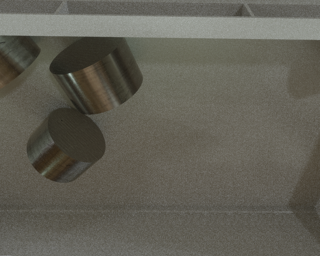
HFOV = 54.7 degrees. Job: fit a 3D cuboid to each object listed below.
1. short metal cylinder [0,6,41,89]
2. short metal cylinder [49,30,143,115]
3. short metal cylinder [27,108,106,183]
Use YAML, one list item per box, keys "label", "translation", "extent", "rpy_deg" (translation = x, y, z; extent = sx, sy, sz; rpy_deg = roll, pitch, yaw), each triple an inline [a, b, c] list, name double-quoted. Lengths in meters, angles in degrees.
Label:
- label: "short metal cylinder"
  translation: [-0.169, -0.075, 0.307]
  extent: [0.080, 0.080, 0.050]
  rpy_deg: [-22, 127, 18]
- label: "short metal cylinder"
  translation: [-0.065, -0.059, 0.322]
  extent: [0.080, 0.080, 0.050]
  rpy_deg: [-16, 129, 13]
- label: "short metal cylinder"
  translation: [-0.117, 0.022, 0.390]
  extent: [0.080, 0.080, 0.050]
  rpy_deg: [35, 122, -26]
